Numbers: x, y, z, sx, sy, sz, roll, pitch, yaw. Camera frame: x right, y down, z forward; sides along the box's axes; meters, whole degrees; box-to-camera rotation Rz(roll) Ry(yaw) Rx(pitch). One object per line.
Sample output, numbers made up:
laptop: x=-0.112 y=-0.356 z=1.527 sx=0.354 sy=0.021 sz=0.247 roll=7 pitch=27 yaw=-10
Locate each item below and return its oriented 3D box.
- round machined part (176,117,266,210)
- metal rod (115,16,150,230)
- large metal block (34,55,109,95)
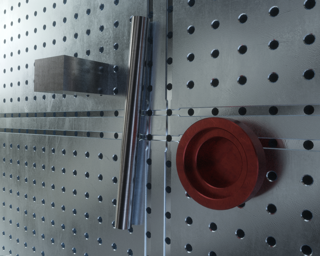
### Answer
round machined part: x=0.069 y=0.037 z=0.341 sx=0.098 sy=0.042 sz=0.097 roll=0 pitch=90 yaw=40
metal rod: x=-0.040 y=-0.004 z=0.442 sx=0.025 sy=0.025 sz=0.298 roll=9 pitch=96 yaw=39
large metal block: x=-0.140 y=-0.080 z=0.489 sx=0.080 sy=0.081 sz=0.050 roll=4 pitch=93 yaw=40
